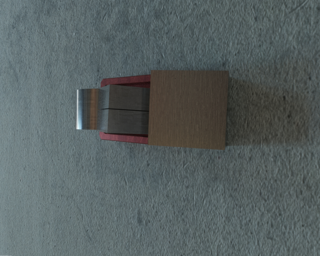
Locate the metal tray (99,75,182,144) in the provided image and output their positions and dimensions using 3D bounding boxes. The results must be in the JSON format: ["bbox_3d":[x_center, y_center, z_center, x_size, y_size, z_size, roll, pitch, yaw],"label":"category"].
[{"bbox_3d":[-0.029,-0.025,0.427,0.130,0.030,0.089,3,92,40],"label":"metal tray"}]

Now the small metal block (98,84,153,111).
[{"bbox_3d":[-0.040,-0.033,0.355,0.050,0.050,0.025,-176,88,-66],"label":"small metal block"}]

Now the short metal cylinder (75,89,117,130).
[{"bbox_3d":[-0.071,-0.023,0.413,0.080,0.081,0.050,2,91,40],"label":"short metal cylinder"}]

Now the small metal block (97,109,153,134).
[{"bbox_3d":[-0.041,-0.007,0.355,0.050,0.050,0.025,-176,88,-66],"label":"small metal block"}]

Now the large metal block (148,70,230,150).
[{"bbox_3d":[0.034,-0.020,0.343,0.080,0.050,0.079,3,92,14],"label":"large metal block"}]
